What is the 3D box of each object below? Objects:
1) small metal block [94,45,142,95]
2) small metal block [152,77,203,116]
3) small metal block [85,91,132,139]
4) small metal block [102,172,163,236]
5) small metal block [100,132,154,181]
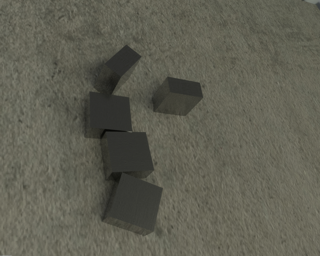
[{"bbox_3d":[-0.055,-0.073,0.403,0.025,0.050,0.050,38,51,-3],"label":"small metal block"},{"bbox_3d":[0.023,-0.042,0.428,0.050,0.050,0.025,6,59,-26],"label":"small metal block"},{"bbox_3d":[-0.064,-0.014,0.378,0.050,0.025,0.050,7,58,-25],"label":"small metal block"},{"bbox_3d":[-0.029,0.084,0.338,0.050,0.025,0.050,24,53,-14],"label":"small metal block"},{"bbox_3d":[-0.039,0.032,0.363,0.050,0.025,0.050,1,60,-28],"label":"small metal block"}]
